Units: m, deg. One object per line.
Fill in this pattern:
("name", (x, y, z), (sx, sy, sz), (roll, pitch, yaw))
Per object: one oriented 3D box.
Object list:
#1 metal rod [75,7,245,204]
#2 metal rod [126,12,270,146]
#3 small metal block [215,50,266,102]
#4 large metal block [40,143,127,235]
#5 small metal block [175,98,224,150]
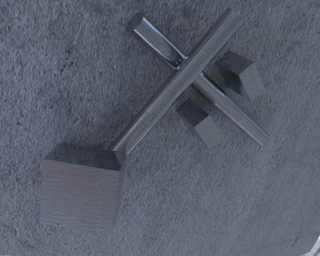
("metal rod", (-0.014, -0.013, 0.369), (0.025, 0.025, 0.299), (30, 109, -38))
("metal rod", (0.072, -0.047, 0.418), (0.301, 0.025, 0.025), (33, 99, -39))
("small metal block", (0.106, -0.069, 0.408), (0.025, 0.050, 0.050), (-40, 130, -1))
("large metal block", (-0.087, 0.069, 0.358), (0.080, 0.050, 0.079), (9, 107, 0))
("small metal block", (0.053, -0.006, 0.418), (0.025, 0.050, 0.050), (-40, 130, -1))
